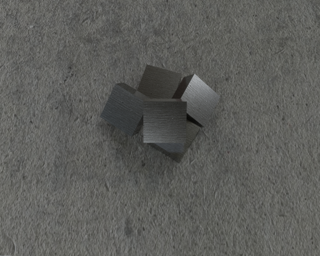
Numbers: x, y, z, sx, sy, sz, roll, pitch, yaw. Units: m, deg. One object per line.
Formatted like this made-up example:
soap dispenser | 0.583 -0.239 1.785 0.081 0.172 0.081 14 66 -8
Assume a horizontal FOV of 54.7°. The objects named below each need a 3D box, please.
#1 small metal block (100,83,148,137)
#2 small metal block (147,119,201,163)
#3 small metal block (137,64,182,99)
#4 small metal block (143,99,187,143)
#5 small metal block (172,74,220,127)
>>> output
small metal block | -0.042 -0.025 0.406 0.050 0.025 0.050 32 109 9
small metal block | 0.017 0.010 0.406 0.050 0.025 0.050 31 73 10
small metal block | -0.002 -0.055 0.430 0.050 0.025 0.050 16 71 5
small metal block | 0.006 -0.009 0.374 0.050 0.025 0.050 0 103 0
small metal block | 0.045 -0.035 0.411 0.050 0.025 0.050 37 71 -23
